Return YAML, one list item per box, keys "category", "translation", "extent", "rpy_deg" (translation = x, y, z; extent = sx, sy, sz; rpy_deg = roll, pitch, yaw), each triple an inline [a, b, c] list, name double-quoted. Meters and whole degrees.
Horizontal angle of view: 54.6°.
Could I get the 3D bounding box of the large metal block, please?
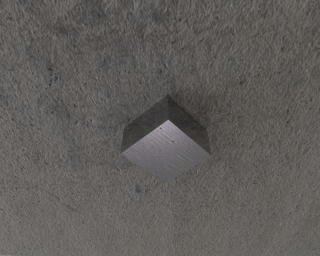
- category: "large metal block"
  translation: [0.008, 0.017, 0.405]
  extent: [0.080, 0.050, 0.080]
  rpy_deg: [-36, 122, 26]
